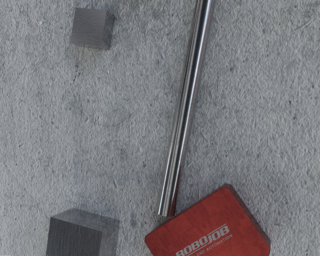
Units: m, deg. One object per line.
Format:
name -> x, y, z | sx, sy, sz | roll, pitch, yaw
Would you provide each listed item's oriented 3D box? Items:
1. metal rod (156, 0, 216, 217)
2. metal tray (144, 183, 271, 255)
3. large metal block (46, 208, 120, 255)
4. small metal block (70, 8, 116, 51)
metal rod -> 0.034, -0.035, 0.396 | 0.025, 0.025, 0.298 | 12, 94, 19
metal tray -> 0.057, 0.141, 0.386 | 0.130, 0.030, 0.090 | -37, 79, 16
large metal block -> -0.108, 0.166, 0.432 | 0.080, 0.050, 0.079 | 9, 93, 19
small metal block -> -0.096, -0.141, 0.441 | 0.050, 0.025, 0.050 | 11, 94, 19
